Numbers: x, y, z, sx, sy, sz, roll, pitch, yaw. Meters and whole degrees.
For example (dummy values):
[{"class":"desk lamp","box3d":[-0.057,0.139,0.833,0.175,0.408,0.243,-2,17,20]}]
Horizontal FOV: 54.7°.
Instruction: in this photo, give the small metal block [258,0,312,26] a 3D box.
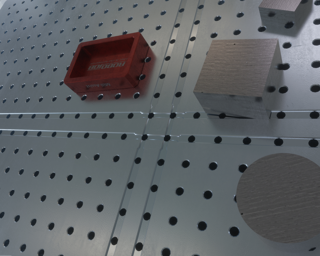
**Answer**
[{"class":"small metal block","box3d":[0.172,-0.171,0.423,0.050,0.025,0.050,26,75,37]}]

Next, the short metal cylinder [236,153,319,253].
[{"class":"short metal cylinder","box3d":[0.117,0.070,0.288,0.080,0.050,0.080,-13,56,21]}]

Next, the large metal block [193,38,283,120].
[{"class":"large metal block","box3d":[0.097,-0.061,0.378,0.080,0.050,0.080,8,66,32]}]

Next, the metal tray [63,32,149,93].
[{"class":"metal tray","box3d":[-0.090,-0.108,0.518,0.130,0.030,0.090,-1,61,27]}]
